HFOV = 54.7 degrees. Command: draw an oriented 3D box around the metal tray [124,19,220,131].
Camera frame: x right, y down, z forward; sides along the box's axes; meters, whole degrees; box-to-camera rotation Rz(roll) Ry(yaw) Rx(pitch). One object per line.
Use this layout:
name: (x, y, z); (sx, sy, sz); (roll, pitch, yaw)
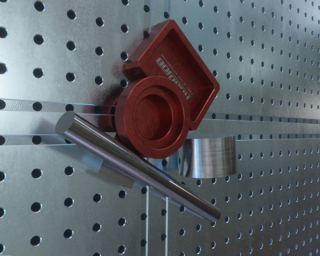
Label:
metal tray: (0.023, -0.069, 0.426); (0.130, 0.030, 0.090); (47, 61, -30)

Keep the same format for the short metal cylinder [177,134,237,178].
short metal cylinder: (0.064, 0.036, 0.428); (0.081, 0.080, 0.050); (-5, 94, -40)

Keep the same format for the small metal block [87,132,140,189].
small metal block: (-0.050, 0.039, 0.369); (0.050, 0.025, 0.050); (35, 68, -35)

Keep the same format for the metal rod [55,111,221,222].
metal rod: (-0.001, 0.065, 0.384); (0.301, 0.025, 0.025); (39, 66, -43)

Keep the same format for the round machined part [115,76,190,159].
round machined part: (-0.013, -0.012, 0.379); (0.099, 0.042, 0.097); (0, 90, -38)
